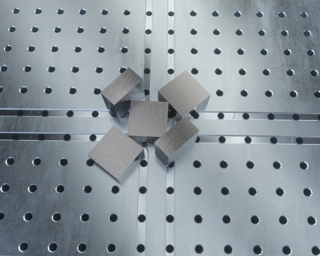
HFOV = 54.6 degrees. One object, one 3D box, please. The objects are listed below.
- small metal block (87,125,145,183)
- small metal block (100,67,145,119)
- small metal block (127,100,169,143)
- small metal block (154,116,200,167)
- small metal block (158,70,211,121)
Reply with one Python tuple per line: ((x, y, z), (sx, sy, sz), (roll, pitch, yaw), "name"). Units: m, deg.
((-0.056, 0.034, 0.399), (0.050, 0.025, 0.050), (36, 73, 12), "small metal block")
((-0.048, -0.045, 0.414), (0.025, 0.050, 0.050), (42, 76, 13), "small metal block")
((-0.015, -0.008, 0.414), (0.050, 0.025, 0.050), (3, 69, 2), "small metal block")
((0.020, 0.018, 0.392), (0.050, 0.050, 0.025), (-40, 75, -13), "small metal block")
((0.033, -0.043, 0.428), (0.050, 0.025, 0.050), (-38, 75, -12), "small metal block")
